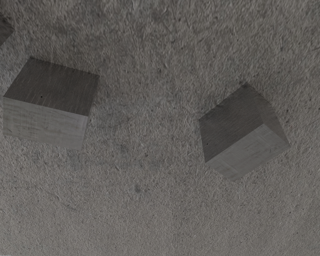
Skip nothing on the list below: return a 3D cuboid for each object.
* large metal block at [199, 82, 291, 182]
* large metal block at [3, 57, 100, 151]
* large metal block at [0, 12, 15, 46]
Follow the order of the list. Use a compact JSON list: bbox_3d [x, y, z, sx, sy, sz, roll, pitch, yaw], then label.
[{"bbox_3d":[0.097,0.005,0.376,0.050,0.080,0.080,35,122,-26],"label":"large metal block"},{"bbox_3d":[-0.117,-0.028,0.346,0.081,0.080,0.050,13,129,-11],"label":"large metal block"},{"bbox_3d":[-0.209,-0.104,0.300,0.080,0.050,0.080,-19,128,15],"label":"large metal block"}]
